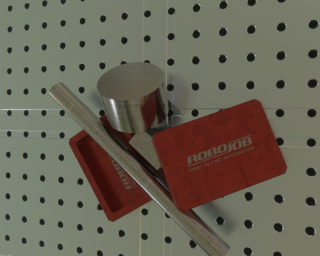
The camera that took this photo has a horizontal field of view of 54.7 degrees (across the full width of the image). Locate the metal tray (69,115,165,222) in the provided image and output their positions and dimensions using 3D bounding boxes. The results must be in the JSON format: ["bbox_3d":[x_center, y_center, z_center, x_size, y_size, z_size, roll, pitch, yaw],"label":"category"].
[{"bbox_3d":[-0.058,0.050,0.426,0.090,0.030,0.130,-33,80,17],"label":"metal tray"}]

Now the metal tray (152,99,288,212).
[{"bbox_3d":[0.066,0.030,0.355,0.131,0.030,0.090,-19,83,-6],"label":"metal tray"}]

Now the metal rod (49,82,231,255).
[{"bbox_3d":[-0.035,0.046,0.389,0.300,0.025,0.025,43,103,14],"label":"metal rod"}]

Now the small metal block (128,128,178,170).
[{"bbox_3d":[-0.005,0.025,0.396,0.050,0.050,0.025,42,103,15],"label":"small metal block"}]

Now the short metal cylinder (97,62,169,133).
[{"bbox_3d":[-0.032,-0.039,0.384,0.080,0.080,0.050,9,135,19],"label":"short metal cylinder"}]
